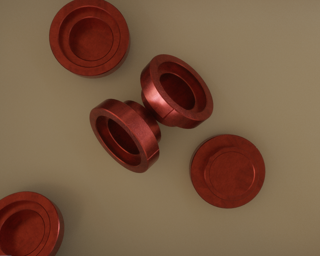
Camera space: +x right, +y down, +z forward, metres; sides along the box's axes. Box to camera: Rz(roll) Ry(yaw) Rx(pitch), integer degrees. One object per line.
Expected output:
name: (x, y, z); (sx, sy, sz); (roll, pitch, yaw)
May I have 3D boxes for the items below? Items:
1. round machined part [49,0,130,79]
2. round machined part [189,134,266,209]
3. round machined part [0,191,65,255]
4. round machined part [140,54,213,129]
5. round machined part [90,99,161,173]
round machined part: (-0.087, -0.112, 0.402); (0.099, 0.042, 0.097); (0, 90, -1)
round machined part: (0.089, 0.057, 0.404); (0.099, 0.042, 0.097); (0, 90, -1)
round machined part: (-0.169, 0.133, 0.388); (0.099, 0.042, 0.098); (-1, 64, 1)
round machined part: (0.016, -0.040, 0.385); (0.098, 0.099, 0.042); (49, 129, 0)
round machined part: (-0.037, 0.005, 0.382); (0.098, 0.098, 0.042); (48, 59, -1)
